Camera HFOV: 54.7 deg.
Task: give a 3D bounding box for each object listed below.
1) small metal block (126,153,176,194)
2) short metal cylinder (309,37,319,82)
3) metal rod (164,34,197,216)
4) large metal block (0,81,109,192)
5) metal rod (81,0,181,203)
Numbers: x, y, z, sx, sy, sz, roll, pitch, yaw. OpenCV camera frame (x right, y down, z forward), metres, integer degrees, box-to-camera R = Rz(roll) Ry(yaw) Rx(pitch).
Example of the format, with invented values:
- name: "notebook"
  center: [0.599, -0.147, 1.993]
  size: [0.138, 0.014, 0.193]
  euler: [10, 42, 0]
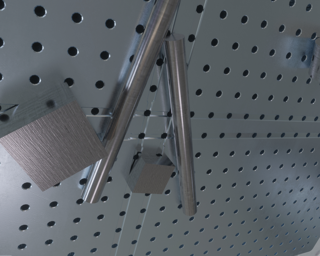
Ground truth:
- name: "small metal block"
  center: [-0.013, 0.066, 0.445]
  size: [0.050, 0.025, 0.050]
  euler: [11, 113, -33]
- name: "short metal cylinder"
  center: [0.269, -0.101, 0.460]
  size: [0.081, 0.080, 0.050]
  euler: [-17, 125, -19]
- name: "metal rod"
  center: [0.033, 0.017, 0.439]
  size: [0.025, 0.025, 0.298]
  euler: [-20, 126, -17]
- name: "large metal block"
  center: [-0.115, 0.009, 0.338]
  size: [0.080, 0.050, 0.080]
  euler: [-29, 129, -10]
- name: "metal rod"
  center: [-0.037, -0.035, 0.369]
  size: [0.025, 0.025, 0.298]
  euler: [11, 113, -33]
